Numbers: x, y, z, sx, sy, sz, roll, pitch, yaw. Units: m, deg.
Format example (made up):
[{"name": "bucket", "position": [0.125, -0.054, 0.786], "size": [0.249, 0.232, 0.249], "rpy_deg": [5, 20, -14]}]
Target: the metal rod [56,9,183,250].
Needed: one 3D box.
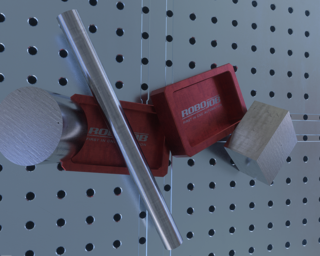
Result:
[{"name": "metal rod", "position": [-0.043, 0.010, 0.365], "size": [0.025, 0.025, 0.299], "rpy_deg": [-27, 99, -18]}]

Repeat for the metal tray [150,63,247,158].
[{"name": "metal tray", "position": [0.058, -0.026, 0.411], "size": [0.131, 0.030, 0.090], "rpy_deg": [-25, 99, -35]}]

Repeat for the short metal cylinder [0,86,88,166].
[{"name": "short metal cylinder", "position": [-0.126, -0.001, 0.333], "size": [0.080, 0.050, 0.080], "rpy_deg": [-1, 86, 15]}]

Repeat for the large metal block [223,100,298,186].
[{"name": "large metal block", "position": [0.143, 0.022, 0.433], "size": [0.080, 0.050, 0.080], "rpy_deg": [-53, 137, -12]}]

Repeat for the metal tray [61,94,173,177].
[{"name": "metal tray", "position": [-0.052, 0.011, 0.390], "size": [0.131, 0.030, 0.089], "rpy_deg": [7, 88, -20]}]
